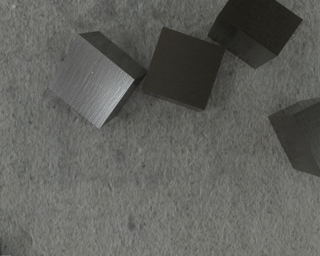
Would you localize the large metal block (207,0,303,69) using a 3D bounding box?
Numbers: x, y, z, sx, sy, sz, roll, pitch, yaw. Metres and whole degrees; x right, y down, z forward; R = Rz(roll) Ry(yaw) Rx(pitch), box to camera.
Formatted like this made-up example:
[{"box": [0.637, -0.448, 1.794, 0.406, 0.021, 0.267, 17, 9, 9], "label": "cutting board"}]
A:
[{"box": [0.112, -0.123, 0.384, 0.080, 0.080, 0.050, 35, 90, -1], "label": "large metal block"}]

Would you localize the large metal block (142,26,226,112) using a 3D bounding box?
[{"box": [0.029, -0.072, 0.398, 0.080, 0.050, 0.080, 19, 90, -1], "label": "large metal block"}]

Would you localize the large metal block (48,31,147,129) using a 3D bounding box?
[{"box": [-0.075, -0.060, 0.381, 0.080, 0.050, 0.080, 39, 116, 0], "label": "large metal block"}]

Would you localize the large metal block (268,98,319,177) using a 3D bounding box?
[{"box": [0.188, 0.010, 0.385, 0.050, 0.080, 0.080, -26, 90, 0], "label": "large metal block"}]
